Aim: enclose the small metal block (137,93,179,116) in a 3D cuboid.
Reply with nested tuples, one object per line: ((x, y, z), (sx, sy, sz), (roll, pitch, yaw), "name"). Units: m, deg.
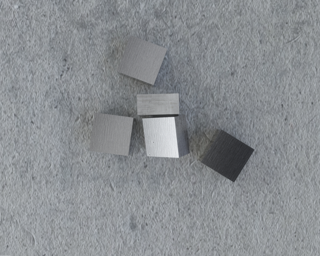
((-0.002, -0.029, 0.397), (0.050, 0.050, 0.025), (-2, 90, 0), "small metal block")

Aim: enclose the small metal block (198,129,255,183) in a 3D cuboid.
((0.087, 0.036, 0.411), (0.050, 0.025, 0.050), (32, 90, 0), "small metal block")

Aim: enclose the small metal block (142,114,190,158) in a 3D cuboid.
((0.008, 0.010, 0.395), (0.050, 0.025, 0.050), (-1, 99, 37), "small metal block")

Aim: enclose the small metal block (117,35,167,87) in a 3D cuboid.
((-0.023, -0.087, 0.410), (0.050, 0.025, 0.050), (21, 90, 0), "small metal block")

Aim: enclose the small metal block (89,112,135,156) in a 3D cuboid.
((-0.062, 0.008, 0.409), (0.050, 0.025, 0.050), (8, 90, 0), "small metal block")
